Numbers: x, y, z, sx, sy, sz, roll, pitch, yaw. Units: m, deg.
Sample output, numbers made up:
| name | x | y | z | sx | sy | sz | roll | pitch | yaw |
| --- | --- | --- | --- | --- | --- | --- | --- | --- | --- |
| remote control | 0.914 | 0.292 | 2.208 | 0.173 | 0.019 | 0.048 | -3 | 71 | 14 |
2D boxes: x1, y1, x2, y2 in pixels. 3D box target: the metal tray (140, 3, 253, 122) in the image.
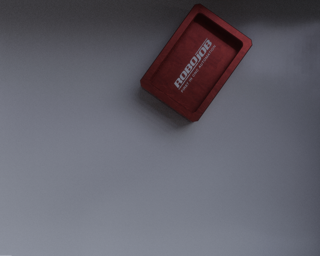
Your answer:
| name | x | y | z | sx | sy | sz | roll | pitch | yaw |
| --- | --- | --- | --- | --- | --- | --- | --- | --- | --- |
| metal tray | 0.046 | -0.083 | 0.409 | 0.090 | 0.030 | 0.130 | 35 | 90 | -1 |
